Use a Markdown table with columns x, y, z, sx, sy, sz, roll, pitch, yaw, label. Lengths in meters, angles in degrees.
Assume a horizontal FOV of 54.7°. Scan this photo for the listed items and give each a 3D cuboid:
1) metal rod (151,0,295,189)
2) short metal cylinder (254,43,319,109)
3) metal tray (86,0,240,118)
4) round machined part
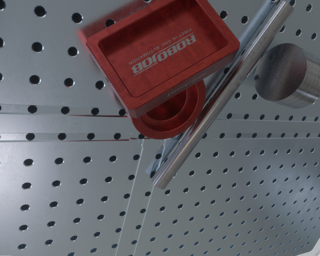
| x | y | z | sx | sy | sz | roll | pitch | yaw | label |
| --- | --- | --- | --- | --- | --- | --- | --- | --- | --- |
| 0.080 | -0.038 | 0.431 | 0.025 | 0.025 | 0.299 | 26 | 104 | -37 | metal rod |
| 0.180 | -0.071 | 0.430 | 0.050 | 0.080 | 0.079 | 12 | 112 | -33 | short metal cylinder |
| 0.003 | -0.081 | 0.321 | 0.131 | 0.090 | 0.030 | -31 | 168 | -8 | metal tray |
| 0.003 | -0.038 | 0.378 | 0.099 | 0.042 | 0.097 | -14 | 124 | -21 | round machined part |
